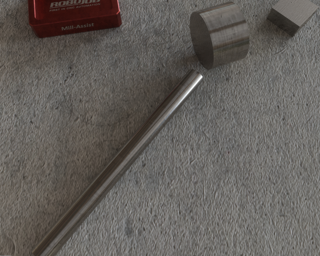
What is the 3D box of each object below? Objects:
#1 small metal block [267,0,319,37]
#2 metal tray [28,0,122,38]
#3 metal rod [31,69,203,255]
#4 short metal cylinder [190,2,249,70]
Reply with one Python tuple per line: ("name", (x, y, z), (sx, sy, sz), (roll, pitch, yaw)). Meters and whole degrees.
("small metal block", (0.203, -0.177, 0.475), (0.050, 0.025, 0.050), (42, 75, 13))
("metal tray", (-0.130, -0.192, 0.473), (0.131, 0.030, 0.090), (-10, 70, -4))
("metal rod", (-0.043, 0.036, 0.394), (0.025, 0.025, 0.301), (37, 74, 12))
("short metal cylinder", (0.080, -0.126, 0.426), (0.050, 0.080, 0.080), (-19, 71, -7))
